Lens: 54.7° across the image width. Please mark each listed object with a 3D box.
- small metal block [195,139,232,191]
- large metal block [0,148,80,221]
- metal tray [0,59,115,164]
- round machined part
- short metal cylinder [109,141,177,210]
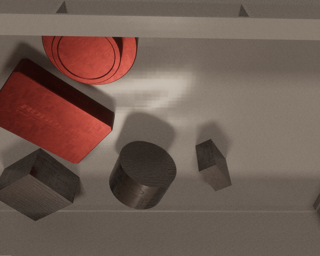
[{"bbox_3d":[0.075,0.053,0.439,0.025,0.050,0.050,-26,126,20],"label":"small metal block"},{"bbox_3d":[-0.183,0.087,0.464,0.080,0.050,0.080,-28,125,21],"label":"large metal block"},{"bbox_3d":[-0.136,-0.015,0.391,0.130,0.030,0.090,33,122,-26],"label":"metal tray"},{"bbox_3d":[-0.073,-0.086,0.324,0.099,0.042,0.097,-1,130,0],"label":"round machined part"},{"bbox_3d":[-0.024,0.064,0.427,0.081,0.080,0.050,16,128,-14],"label":"short metal cylinder"}]
